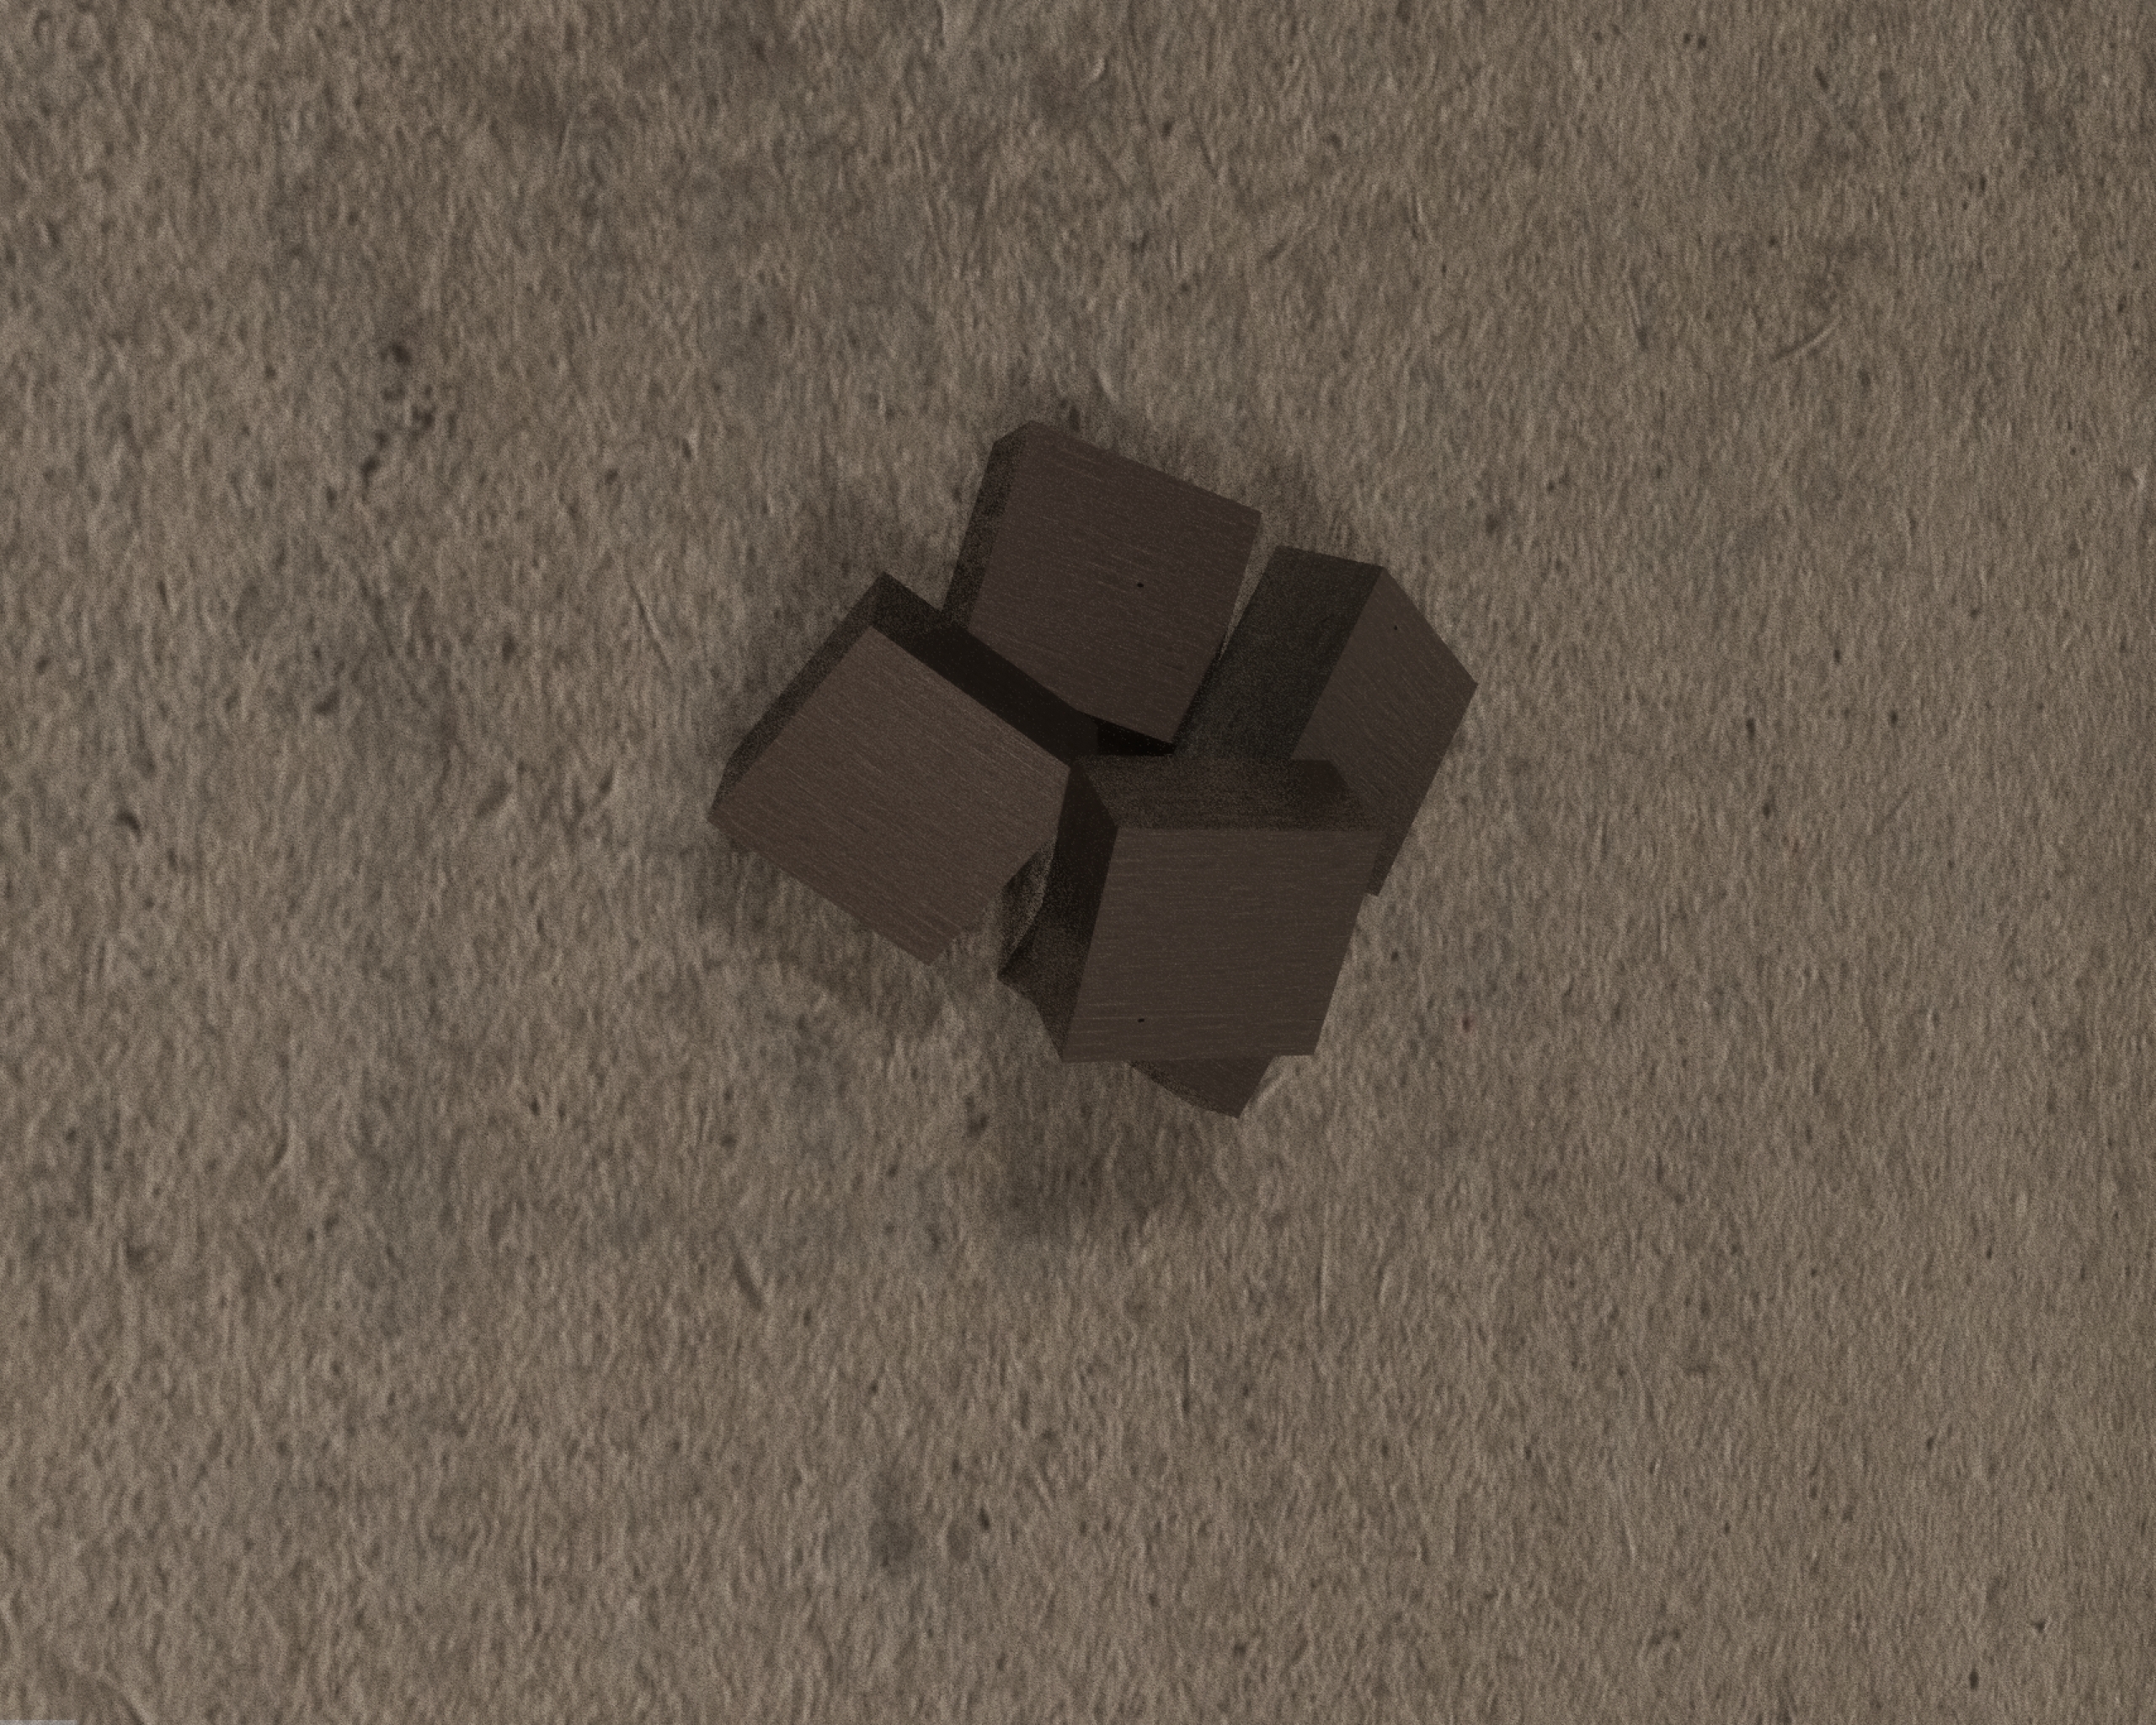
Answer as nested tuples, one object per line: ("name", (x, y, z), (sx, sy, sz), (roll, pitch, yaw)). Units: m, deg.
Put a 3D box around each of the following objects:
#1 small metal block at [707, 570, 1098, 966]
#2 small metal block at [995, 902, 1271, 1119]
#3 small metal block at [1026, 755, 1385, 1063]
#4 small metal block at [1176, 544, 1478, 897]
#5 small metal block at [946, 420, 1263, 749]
("small metal block", (-0.032, -0.017, 0.387), (0.050, 0.025, 0.050), (35, 114, -18))
("small metal block", (0.020, 0.016, 0.419), (0.050, 0.025, 0.050), (34, 79, -17))
("small metal block", (0.022, 0.009, 0.381), (0.050, 0.025, 0.050), (0, 123, -20))
("small metal block", (0.050, -0.028, 0.418), (0.050, 0.025, 0.050), (38, 75, -51))
("small metal block", (0.003, -0.053, 0.413), (0.050, 0.025, 0.050), (18, 84, -20))
